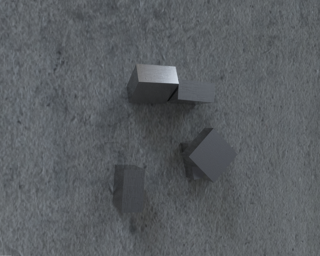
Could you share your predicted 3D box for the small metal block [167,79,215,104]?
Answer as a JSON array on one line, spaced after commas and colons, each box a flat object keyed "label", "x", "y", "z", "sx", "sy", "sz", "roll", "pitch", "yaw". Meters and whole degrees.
[{"label": "small metal block", "x": 0.037, "y": -0.046, "z": 0.411, "sx": 0.050, "sy": 0.050, "sz": 0.025, "roll": 3, "pitch": 89, "yaw": -20}]

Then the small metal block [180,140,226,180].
[{"label": "small metal block", "x": 0.060, "y": 0.040, "z": 0.433, "sx": 0.050, "sy": 0.025, "sz": 0.050, "roll": -11, "pitch": 94, "yaw": -20}]

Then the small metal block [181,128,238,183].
[{"label": "small metal block", "x": 0.065, "y": 0.035, "z": 0.408, "sx": 0.050, "sy": 0.025, "sz": 0.050, "roll": 46, "pitch": 76, "yaw": -15}]

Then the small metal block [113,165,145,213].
[{"label": "small metal block", "x": -0.039, "y": 0.073, "z": 0.382, "sx": 0.025, "sy": 0.050, "sz": 0.050, "roll": 4, "pitch": 89, "yaw": -20}]

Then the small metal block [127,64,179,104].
[{"label": "small metal block", "x": -0.010, "y": -0.054, "z": 0.390, "sx": 0.050, "sy": 0.050, "sz": 0.025, "roll": 0, "pitch": 65, "yaw": -20}]
